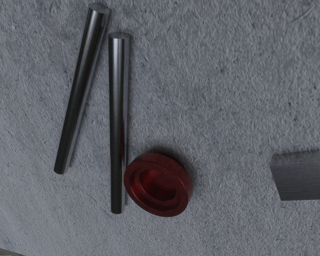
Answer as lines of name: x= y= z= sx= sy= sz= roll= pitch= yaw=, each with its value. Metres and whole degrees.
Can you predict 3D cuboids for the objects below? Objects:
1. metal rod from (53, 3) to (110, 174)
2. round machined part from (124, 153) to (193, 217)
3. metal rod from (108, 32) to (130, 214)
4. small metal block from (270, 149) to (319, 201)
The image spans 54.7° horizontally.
metal rod: x=-0.122 y=-0.034 z=0.450 sx=0.025 sy=0.025 sz=0.298 roll=32 pitch=129 yaw=7
round machined part: x=0.001 y=0.076 z=0.442 sx=0.098 sy=0.042 sz=0.097 roll=13 pitch=124 yaw=21
metal rod: x=-0.060 y=0.014 z=0.447 sx=0.025 sy=0.025 sz=0.298 roll=18 pitch=126 yaw=18
small metal block: x=0.160 y=0.055 z=0.357 sx=0.050 sy=0.025 sz=0.050 roll=-11 pitch=113 yaw=33
